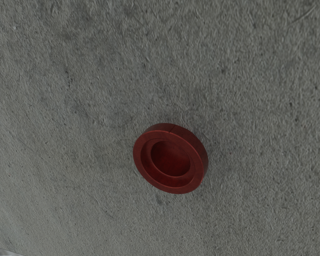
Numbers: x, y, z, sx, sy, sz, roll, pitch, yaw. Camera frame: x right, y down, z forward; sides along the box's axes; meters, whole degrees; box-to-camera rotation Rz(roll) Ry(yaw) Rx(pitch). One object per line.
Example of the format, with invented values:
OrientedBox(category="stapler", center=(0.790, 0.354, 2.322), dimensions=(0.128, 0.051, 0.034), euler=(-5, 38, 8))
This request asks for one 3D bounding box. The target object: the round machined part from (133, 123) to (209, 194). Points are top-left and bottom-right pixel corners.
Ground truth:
OrientedBox(category="round machined part", center=(0.017, 0.036, 0.409), dimensions=(0.098, 0.042, 0.097), euler=(13, 124, 21))
